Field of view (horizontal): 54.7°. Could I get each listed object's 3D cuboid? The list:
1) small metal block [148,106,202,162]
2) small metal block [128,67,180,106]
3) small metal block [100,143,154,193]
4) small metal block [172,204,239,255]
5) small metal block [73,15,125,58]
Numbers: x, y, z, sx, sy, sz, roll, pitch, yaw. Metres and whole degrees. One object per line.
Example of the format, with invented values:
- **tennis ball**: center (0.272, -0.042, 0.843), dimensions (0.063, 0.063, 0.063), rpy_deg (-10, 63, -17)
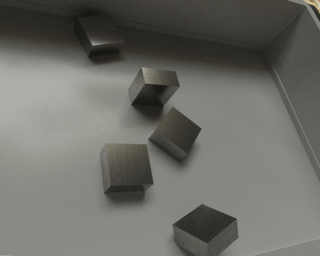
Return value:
- **small metal block**: center (0.021, 0.008, 0.414), dimensions (0.050, 0.025, 0.050), rpy_deg (37, 51, -4)
- **small metal block**: center (-0.009, -0.054, 0.419), dimensions (0.050, 0.050, 0.025), rpy_deg (1, 62, -28)
- **small metal block**: center (-0.039, 0.046, 0.358), dimensions (0.050, 0.025, 0.050), rpy_deg (3, 60, -27)
- **small metal block**: center (0.051, 0.115, 0.345), dimensions (0.050, 0.050, 0.025), rpy_deg (-23, 113, -37)
- **small metal block**: center (-0.087, -0.131, 0.440), dimensions (0.050, 0.025, 0.050), rpy_deg (-19, 72, -36)
